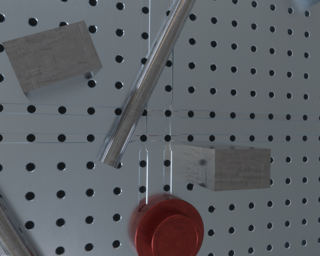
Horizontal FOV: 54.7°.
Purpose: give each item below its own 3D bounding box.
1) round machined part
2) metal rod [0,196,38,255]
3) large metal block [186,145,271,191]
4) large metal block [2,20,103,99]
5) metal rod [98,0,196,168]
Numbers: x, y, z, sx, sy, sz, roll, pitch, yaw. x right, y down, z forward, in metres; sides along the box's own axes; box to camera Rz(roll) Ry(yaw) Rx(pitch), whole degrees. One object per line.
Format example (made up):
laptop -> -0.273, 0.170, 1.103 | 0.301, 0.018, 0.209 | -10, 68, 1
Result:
round machined part -> 0.015, 0.143, 0.410 | 0.099, 0.042, 0.097 | 0, 90, -20
metal rod -> -0.170, 0.121, 0.350 | 0.025, 0.025, 0.299 | -30, 100, -18
large metal block -> 0.089, 0.050, 0.417 | 0.081, 0.080, 0.050 | 1, 90, -20
large metal block -> -0.117, -0.071, 0.340 | 0.081, 0.080, 0.050 | -23, 98, -19
metal rod -> -0.004, -0.089, 0.411 | 0.025, 0.025, 0.299 | 28, 81, -18
